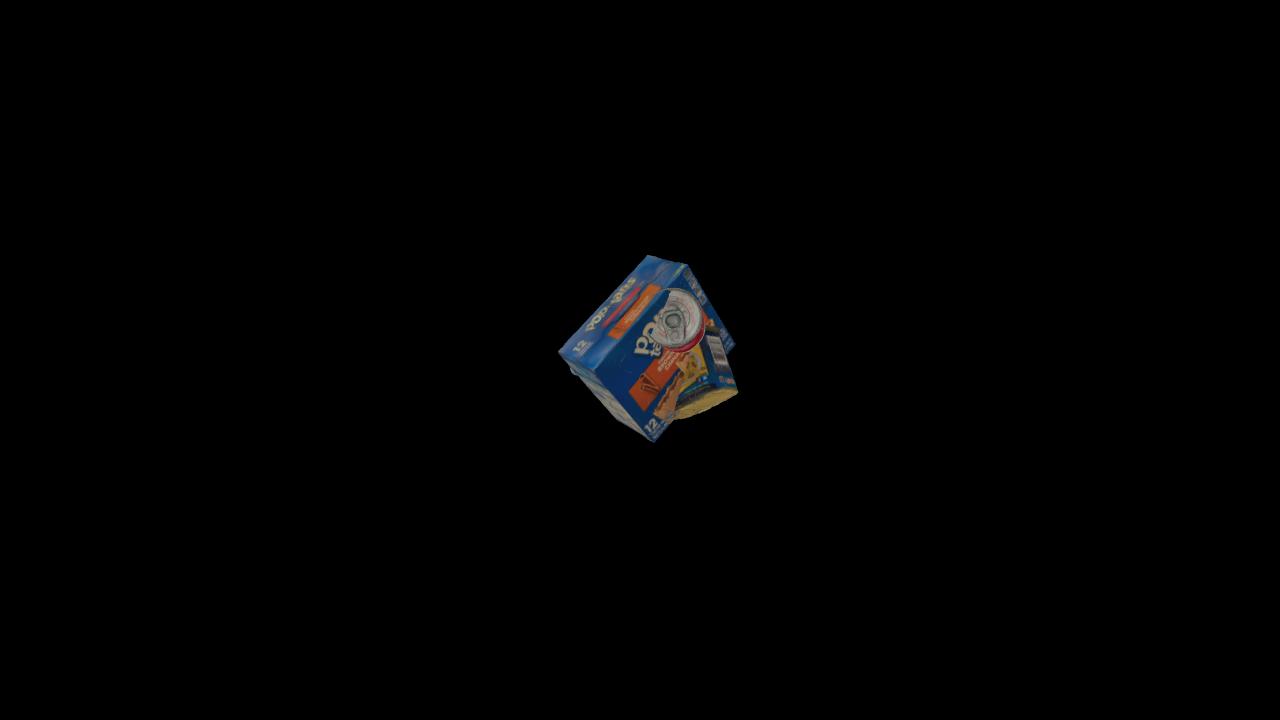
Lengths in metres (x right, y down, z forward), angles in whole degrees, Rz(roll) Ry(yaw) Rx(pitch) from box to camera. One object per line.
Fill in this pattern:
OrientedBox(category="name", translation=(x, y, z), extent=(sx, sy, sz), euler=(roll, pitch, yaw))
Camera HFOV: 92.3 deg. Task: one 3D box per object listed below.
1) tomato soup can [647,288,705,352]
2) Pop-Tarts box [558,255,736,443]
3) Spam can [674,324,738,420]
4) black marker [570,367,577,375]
OrientedBox(category="tomato soup can", translation=(0.043, -0.041, 0.723), extent=(0.068, 0.068, 0.101), euler=(0, -7, 9))
OrientedBox(category="Pop-Tarts box", translation=(0.013, -0.015, 0.739), extent=(0.083, 0.167, 0.141), euler=(22, -25, 50))
OrientedBox(category="Spam can", translation=(0.063, 0.017, 0.753), extent=(0.058, 0.085, 0.101), euler=(6, -29, -44))
OrientedBox(category="black marker", translation=(-0.034, -0.006, 0.737), extent=(0.121, 0.020, 0.020), euler=(-20, -11, 33))
